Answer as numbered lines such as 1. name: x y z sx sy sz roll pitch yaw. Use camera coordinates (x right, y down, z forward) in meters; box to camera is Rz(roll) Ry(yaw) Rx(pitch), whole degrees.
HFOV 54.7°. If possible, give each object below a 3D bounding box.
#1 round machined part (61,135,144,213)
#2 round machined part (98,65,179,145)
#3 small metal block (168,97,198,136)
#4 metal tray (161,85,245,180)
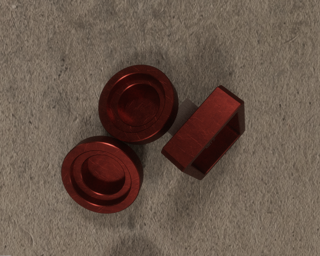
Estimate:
1. round machined part: -0.069 0.055 0.390 0.099 0.042 0.097 3 110 8
2. round machined part: -0.024 -0.026 0.390 0.098 0.042 0.098 -5 74 17
3. small metal block: 0.037 -0.004 0.411 0.050 0.025 0.050 41 90 0
4. metal tray: 0.057 0.013 0.357 0.030 0.130 0.090 41 90 20
